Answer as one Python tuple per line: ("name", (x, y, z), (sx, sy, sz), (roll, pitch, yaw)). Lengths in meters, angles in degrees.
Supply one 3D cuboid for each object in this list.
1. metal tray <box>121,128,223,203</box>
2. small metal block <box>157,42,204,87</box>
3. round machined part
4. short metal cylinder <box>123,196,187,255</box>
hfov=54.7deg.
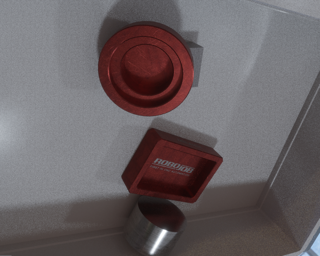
("metal tray", (0.021, 0.060, 0.455), (0.131, 0.030, 0.090), (19, 108, -36))
("small metal block", (0.022, -0.076, 0.375), (0.050, 0.025, 0.050), (-9, 123, -24))
("round machined part", (-0.013, -0.065, 0.334), (0.099, 0.042, 0.097), (3, 119, 5))
("short metal cylinder", (-0.007, 0.144, 0.460), (0.081, 0.080, 0.050), (15, 110, -35))
